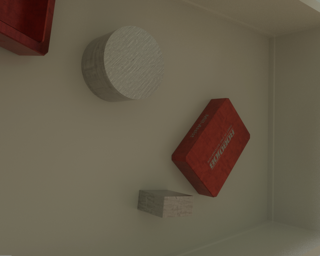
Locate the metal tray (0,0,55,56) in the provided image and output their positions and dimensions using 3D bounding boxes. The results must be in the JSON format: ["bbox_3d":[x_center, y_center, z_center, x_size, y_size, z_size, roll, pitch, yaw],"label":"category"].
[{"bbox_3d":[-0.136,-0.120,0.245,0.130,0.030,0.089,22,74,-73],"label":"metal tray"}]

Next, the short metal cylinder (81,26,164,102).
[{"bbox_3d":[-0.042,-0.071,0.357,0.081,0.050,0.079,0,90,-40],"label":"short metal cylinder"}]

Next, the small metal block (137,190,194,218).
[{"bbox_3d":[0.007,0.096,0.399,0.050,0.050,0.025,10,84,-40],"label":"small metal block"}]

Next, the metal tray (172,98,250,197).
[{"bbox_3d":[0.083,0.028,0.476,0.130,0.030,0.090,-52,121,-27],"label":"metal tray"}]
